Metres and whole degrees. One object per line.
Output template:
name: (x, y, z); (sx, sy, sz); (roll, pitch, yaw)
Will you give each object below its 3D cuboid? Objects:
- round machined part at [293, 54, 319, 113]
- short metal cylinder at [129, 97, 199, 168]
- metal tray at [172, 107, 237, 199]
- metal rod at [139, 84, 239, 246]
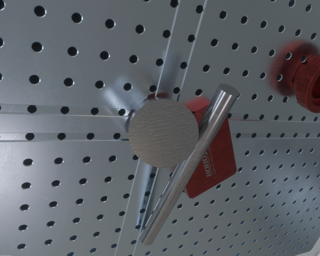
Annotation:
round machined part: (0.254, -0.076, 0.492); (0.099, 0.042, 0.097); (-14, 124, -21)
short metal cylinder: (0.002, 0.003, 0.377); (0.081, 0.050, 0.079); (-1, 99, -6)
metal tray: (0.063, 0.038, 0.466); (0.090, 0.030, 0.129); (-28, 128, -11)
metal rod: (0.028, 0.070, 0.432); (0.025, 0.025, 0.298); (2, 129, -30)
